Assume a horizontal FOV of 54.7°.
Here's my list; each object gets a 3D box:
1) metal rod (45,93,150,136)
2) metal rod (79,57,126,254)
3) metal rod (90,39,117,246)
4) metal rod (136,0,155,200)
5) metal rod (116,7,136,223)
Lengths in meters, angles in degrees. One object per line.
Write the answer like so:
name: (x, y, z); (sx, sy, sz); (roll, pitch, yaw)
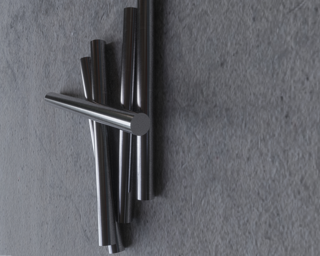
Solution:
metal rod: (-0.109, -0.029, 0.447); (0.300, 0.025, 0.025); (16, 100, 52)
metal rod: (-0.090, 0.035, 0.476); (0.025, 0.025, 0.298); (-17, 79, 38)
metal rod: (-0.084, 0.014, 0.455); (0.025, 0.025, 0.298); (-13, 77, 39)
metal rod: (-0.019, -0.054, 0.418); (0.025, 0.025, 0.298); (0, 90, 39)
metal rod: (-0.045, -0.016, 0.439); (0.025, 0.025, 0.298); (4, 93, 39)
